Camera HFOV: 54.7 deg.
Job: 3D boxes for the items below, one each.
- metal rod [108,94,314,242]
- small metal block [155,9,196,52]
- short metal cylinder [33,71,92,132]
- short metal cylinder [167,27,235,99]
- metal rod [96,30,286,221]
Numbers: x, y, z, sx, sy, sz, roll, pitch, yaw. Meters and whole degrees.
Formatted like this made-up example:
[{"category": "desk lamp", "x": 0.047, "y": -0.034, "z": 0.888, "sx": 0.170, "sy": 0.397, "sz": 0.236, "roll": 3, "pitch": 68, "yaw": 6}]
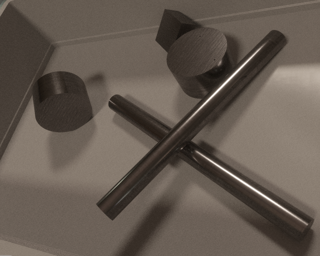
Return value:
[{"category": "metal rod", "x": 0.033, "y": 0.027, "z": 0.370, "sx": 0.300, "sy": 0.025, "sz": 0.025, "roll": 33, "pitch": 80, "yaw": 38}, {"category": "small metal block", "x": 0.022, "y": -0.142, "z": 0.462, "sx": 0.050, "sy": 0.025, "sz": 0.050, "roll": 54, "pitch": 137, "yaw": 39}, {"category": "short metal cylinder", "x": -0.148, "y": -0.039, "z": 0.470, "sx": 0.080, "sy": 0.080, "sz": 0.050, "roll": -31, "pitch": 52, "yaw": 8}, {"category": "short metal cylinder", "x": 0.056, "y": -0.086, "z": 0.412, "sx": 0.080, "sy": 0.050, "sz": 0.080, "roll": -13, "pitch": 56, "yaw": 20}, {"category": "metal rod", "x": 0.046, "y": -0.013, "z": 0.362, "sx": 0.301, "sy": 0.025, "sz": 0.025, "roll": -44, "pitch": 51, "yaw": -14}]
